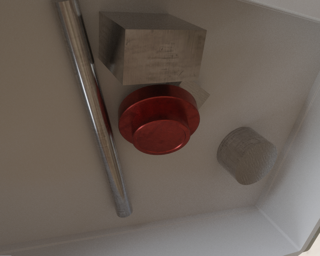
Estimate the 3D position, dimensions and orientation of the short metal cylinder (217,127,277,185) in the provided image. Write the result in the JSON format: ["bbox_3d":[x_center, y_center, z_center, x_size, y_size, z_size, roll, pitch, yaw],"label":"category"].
[{"bbox_3d":[0.140,0.045,0.499,0.081,0.050,0.079,-14,125,-21],"label":"short metal cylinder"}]

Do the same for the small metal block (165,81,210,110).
[{"bbox_3d":[0.028,-0.039,0.401,0.050,0.025,0.050,30,101,-38],"label":"small metal block"}]

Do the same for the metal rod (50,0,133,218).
[{"bbox_3d":[-0.070,0.001,0.371,0.025,0.025,0.298,-21,127,-17],"label":"metal rod"}]

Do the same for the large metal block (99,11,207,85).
[{"bbox_3d":[-0.012,-0.084,0.316,0.081,0.080,0.050,-8,122,-25],"label":"large metal block"}]

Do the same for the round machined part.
[{"bbox_3d":[0.000,-0.003,0.372,0.099,0.042,0.097,-5,142,-4],"label":"round machined part"}]
